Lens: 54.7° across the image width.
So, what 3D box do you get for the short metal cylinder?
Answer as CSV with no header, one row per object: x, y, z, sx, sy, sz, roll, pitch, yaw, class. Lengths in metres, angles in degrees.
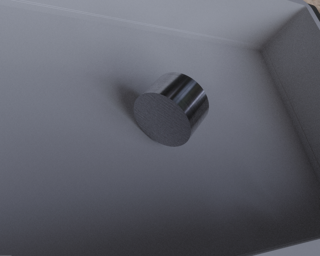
0.014,-0.023,0.390,0.080,0.080,0.050,41,51,-1,short metal cylinder
